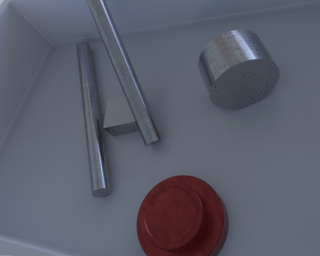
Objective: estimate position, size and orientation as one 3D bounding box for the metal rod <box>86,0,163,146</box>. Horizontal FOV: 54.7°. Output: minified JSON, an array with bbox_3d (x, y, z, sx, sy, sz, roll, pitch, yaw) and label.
[{"bbox_3d":[-0.064,-0.117,0.425,0.025,0.025,0.299,-25,80,13],"label":"metal rod"}]

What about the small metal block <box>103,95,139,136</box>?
[{"bbox_3d":[-0.050,-0.020,0.442,0.050,0.025,0.050,-11,57,21],"label":"small metal block"}]

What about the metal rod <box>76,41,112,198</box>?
[{"bbox_3d":[-0.107,-0.034,0.480,0.025,0.025,0.299,-25,53,12],"label":"metal rod"}]

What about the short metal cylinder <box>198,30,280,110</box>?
[{"bbox_3d":[0.090,-0.066,0.363,0.080,0.080,0.050,-24,53,13],"label":"short metal cylinder"}]

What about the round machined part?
[{"bbox_3d":[0.019,0.095,0.326,0.098,0.042,0.098,-13,56,20],"label":"round machined part"}]
